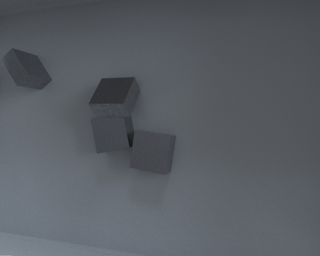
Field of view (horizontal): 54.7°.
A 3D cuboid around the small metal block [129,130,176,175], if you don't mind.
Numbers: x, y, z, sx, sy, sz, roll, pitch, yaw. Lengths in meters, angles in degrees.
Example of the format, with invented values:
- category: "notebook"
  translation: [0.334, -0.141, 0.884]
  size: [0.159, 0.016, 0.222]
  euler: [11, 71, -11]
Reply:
- category: "small metal block"
  translation: [-0.009, 0.031, 0.413]
  size: [0.050, 0.025, 0.050]
  euler: [9, 93, 19]

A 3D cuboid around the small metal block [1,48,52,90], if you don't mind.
- category: "small metal block"
  translation: [-0.199, -0.087, 0.466]
  size: [0.025, 0.050, 0.050]
  euler: [-38, 78, 16]

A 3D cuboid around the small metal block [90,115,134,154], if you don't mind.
- category: "small metal block"
  translation: [-0.064, 0.006, 0.432]
  size: [0.050, 0.025, 0.050]
  euler: [-13, 86, 19]

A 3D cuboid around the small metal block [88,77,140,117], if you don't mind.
- category: "small metal block"
  translation: [-0.060, -0.042, 0.416]
  size: [0.050, 0.025, 0.050]
  euler: [1, 50, 19]
